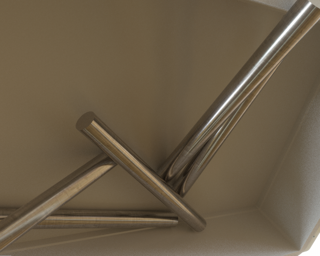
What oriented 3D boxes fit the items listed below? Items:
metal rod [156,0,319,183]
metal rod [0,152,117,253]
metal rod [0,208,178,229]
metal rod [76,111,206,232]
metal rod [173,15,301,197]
[{"bbox_3d":[0.066,-0.016,0.357,0.025,0.025,0.298,2,143,-30],"label":"metal rod"},{"bbox_3d":[-0.149,0.101,0.306,0.302,0.025,0.025,-36,135,-40],"label":"metal rod"},{"bbox_3d":[-0.100,0.128,0.433,0.302,0.025,0.025,12,112,-34],"label":"metal rod"},{"bbox_3d":[-0.006,0.078,0.427,0.025,0.025,0.300,-41,131,-1],"label":"metal rod"},{"bbox_3d":[0.080,-0.001,0.395,0.025,0.025,0.298,-1,137,-28],"label":"metal rod"}]
